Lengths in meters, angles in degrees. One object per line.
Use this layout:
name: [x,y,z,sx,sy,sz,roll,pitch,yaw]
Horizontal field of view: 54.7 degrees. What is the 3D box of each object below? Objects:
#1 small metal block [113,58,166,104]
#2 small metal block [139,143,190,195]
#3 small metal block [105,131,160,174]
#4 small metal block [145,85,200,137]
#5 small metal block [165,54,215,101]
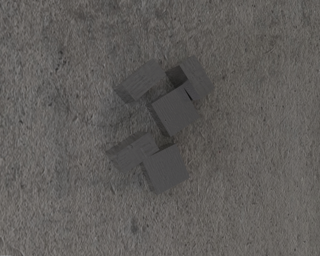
small metal block: [-0.027,-0.057,0.386,0.050,0.050,0.025,-43,104,-15]
small metal block: [0.004,0.053,0.411,0.050,0.025,0.050,-25,99,-18]
small metal block: [-0.035,0.028,0.383,0.050,0.050,0.025,-34,101,-17]
small metal block: [0.017,-0.023,0.415,0.050,0.025,0.050,-34,101,-17]
small metal block: [0.038,-0.064,0.410,0.025,0.050,0.050,-38,102,-16]
